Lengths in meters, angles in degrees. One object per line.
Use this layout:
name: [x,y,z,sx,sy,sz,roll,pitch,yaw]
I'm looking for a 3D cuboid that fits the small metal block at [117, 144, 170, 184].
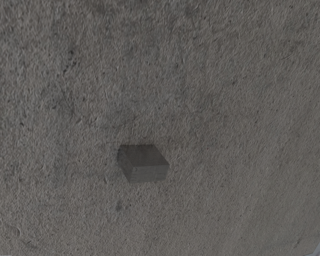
small metal block: [-0.023,0.046,0.406,0.050,0.050,0.025,0,118,-29]
